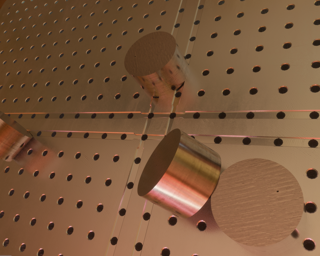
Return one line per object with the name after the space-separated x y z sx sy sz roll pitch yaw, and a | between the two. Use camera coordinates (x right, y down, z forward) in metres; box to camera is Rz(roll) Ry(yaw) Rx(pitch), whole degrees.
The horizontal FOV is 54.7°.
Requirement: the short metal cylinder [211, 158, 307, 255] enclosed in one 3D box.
0.095 0.076 0.296 0.080 0.050 0.080 -13 56 21 | short metal cylinder

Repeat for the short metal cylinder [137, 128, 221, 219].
0.019 0.047 0.327 0.080 0.050 0.080 -53 14 20 | short metal cylinder

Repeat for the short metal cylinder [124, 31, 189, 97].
-0.004 -0.093 0.451 0.080 0.050 0.080 -13 56 21 | short metal cylinder

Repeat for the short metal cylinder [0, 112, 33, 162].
-0.258 0.010 0.502 0.080 0.080 0.050 33 81 38 | short metal cylinder
